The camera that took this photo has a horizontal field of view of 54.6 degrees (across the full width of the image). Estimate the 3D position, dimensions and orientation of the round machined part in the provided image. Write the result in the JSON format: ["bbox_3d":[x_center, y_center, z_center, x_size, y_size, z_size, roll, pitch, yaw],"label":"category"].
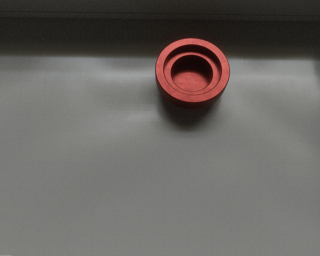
[{"bbox_3d":[0.043,-0.071,0.427,0.099,0.042,0.098,0,70,0],"label":"round machined part"}]
